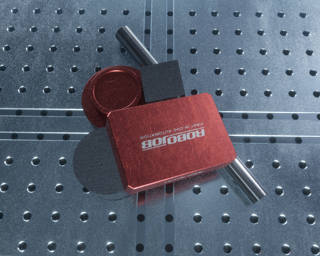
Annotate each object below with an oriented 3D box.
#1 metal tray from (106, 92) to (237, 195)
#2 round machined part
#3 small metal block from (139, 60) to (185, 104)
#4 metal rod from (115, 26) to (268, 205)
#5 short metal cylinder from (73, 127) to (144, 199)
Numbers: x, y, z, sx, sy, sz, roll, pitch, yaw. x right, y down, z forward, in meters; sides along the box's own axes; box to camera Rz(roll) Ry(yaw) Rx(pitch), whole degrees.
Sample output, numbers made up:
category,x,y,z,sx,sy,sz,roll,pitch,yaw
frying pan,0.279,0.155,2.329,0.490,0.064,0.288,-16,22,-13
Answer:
category,x,y,z,sx,sy,sz,roll,pitch,yaw
metal tray,0.012,0.015,0.359,0.131,0.030,0.090,-13,70,-18
round machined part,-0.056,-0.042,0.412,0.099,0.042,0.098,0,70,1
small metal block,0.003,-0.056,0.403,0.050,0.025,0.050,-11,73,1
metal rod,0.033,-0.028,0.418,0.025,0.025,0.300,-35,74,-12
short metal cylinder,-0.059,0.044,0.378,0.081,0.050,0.080,0,70,0
